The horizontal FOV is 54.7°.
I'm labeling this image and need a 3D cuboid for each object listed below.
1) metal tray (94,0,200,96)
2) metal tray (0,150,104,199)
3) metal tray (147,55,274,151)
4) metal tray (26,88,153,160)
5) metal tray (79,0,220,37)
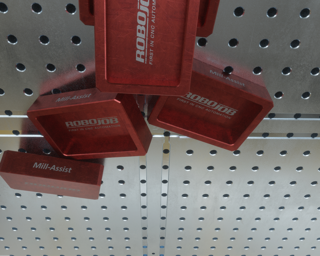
[{"bbox_3d":[-0.013,-0.097,0.286,0.091,0.030,0.129,2,116,-4],"label":"metal tray"},{"bbox_3d":[-0.150,0.071,0.444,0.131,0.030,0.090,10,153,-9],"label":"metal tray"},{"bbox_3d":[0.060,-0.027,0.386,0.131,0.030,0.089,18,128,-16],"label":"metal tray"},{"bbox_3d":[-0.085,-0.003,0.384,0.130,0.030,0.090,-5,132,22],"label":"metal tray"},{"bbox_3d":[-0.008,-0.139,0.289,0.131,0.030,0.089,4,130,-5],"label":"metal tray"}]
